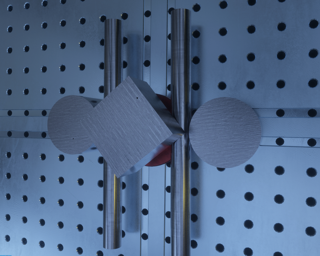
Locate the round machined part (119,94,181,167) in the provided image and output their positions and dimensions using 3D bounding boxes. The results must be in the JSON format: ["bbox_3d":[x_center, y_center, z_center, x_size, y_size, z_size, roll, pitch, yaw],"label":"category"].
[{"bbox_3d":[-0.014,0.003,0.409,0.098,0.042,0.097,0,90,20],"label":"round machined part"}]

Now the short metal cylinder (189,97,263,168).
[{"bbox_3d":[0.080,0.005,0.370,0.080,0.050,0.080,0,90,20],"label":"short metal cylinder"}]

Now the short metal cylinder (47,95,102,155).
[{"bbox_3d":[-0.109,-0.004,0.438,0.080,0.050,0.080,0,90,20],"label":"short metal cylinder"}]

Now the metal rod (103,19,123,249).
[{"bbox_3d":[-0.062,0.008,0.412,0.025,0.025,0.298,0,90,20],"label":"metal rod"}]

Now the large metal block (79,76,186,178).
[{"bbox_3d":[-0.031,-0.001,0.360,0.080,0.050,0.080,-40,78,15],"label":"large metal block"}]

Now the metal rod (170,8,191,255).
[{"bbox_3d":[0.026,0.007,0.381,0.025,0.025,0.298,0,90,20],"label":"metal rod"}]
